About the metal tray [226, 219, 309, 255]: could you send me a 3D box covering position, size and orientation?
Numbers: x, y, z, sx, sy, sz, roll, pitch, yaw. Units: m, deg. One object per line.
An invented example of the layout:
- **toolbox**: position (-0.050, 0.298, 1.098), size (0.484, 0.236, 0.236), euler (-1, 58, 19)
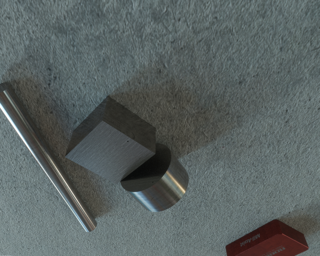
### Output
- **metal tray**: position (0.206, 0.234, 0.606), size (0.090, 0.030, 0.129), euler (31, 123, -24)

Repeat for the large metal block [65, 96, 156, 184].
- **large metal block**: position (-0.062, 0.018, 0.406), size (0.080, 0.050, 0.080), euler (35, 122, -26)

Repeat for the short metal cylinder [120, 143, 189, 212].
- **short metal cylinder**: position (-0.008, 0.068, 0.429), size (0.080, 0.080, 0.050), euler (-24, 126, 19)

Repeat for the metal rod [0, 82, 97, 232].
- **metal rod**: position (-0.157, 0.064, 0.460), size (0.025, 0.025, 0.299), euler (-10, 130, 8)
